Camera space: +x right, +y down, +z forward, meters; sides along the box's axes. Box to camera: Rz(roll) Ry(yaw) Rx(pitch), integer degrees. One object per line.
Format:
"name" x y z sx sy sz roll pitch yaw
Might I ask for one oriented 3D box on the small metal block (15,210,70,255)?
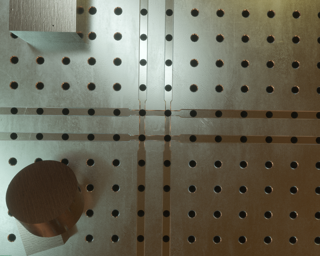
"small metal block" -0.155 0.134 0.411 0.050 0.025 0.050 -17 90 -1

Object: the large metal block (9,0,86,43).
"large metal block" -0.142 -0.157 0.399 0.081 0.050 0.079 1 90 -1

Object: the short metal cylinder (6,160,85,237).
"short metal cylinder" -0.138 0.087 0.380 0.081 0.050 0.080 1 54 -2
